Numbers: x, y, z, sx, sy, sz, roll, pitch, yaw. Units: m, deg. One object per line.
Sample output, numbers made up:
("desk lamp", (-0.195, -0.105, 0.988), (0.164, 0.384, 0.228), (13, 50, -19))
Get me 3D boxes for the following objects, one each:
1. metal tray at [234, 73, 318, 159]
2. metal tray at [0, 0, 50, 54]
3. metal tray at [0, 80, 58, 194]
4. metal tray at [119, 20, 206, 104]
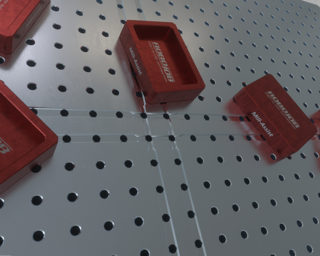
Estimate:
("metal tray", (0.196, -0.023, 0.524), (0.091, 0.030, 0.130), (-28, 77, -37))
("metal tray", (-0.205, -0.164, 0.394), (0.090, 0.030, 0.130), (24, 53, -14))
("metal tray", (-0.181, -0.002, 0.308), (0.130, 0.030, 0.090), (44, 51, 2))
("metal tray", (0.003, -0.102, 0.468), (0.091, 0.030, 0.130), (-9, 66, -32))
